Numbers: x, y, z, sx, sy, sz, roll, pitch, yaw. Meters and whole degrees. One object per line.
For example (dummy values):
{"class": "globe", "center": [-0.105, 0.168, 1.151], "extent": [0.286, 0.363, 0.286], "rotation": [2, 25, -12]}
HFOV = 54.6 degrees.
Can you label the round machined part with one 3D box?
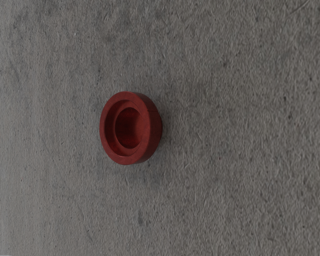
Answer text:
{"class": "round machined part", "center": [-0.035, 0.000, 0.424], "extent": [0.098, 0.042, 0.097], "rotation": [0, 90, 40]}
